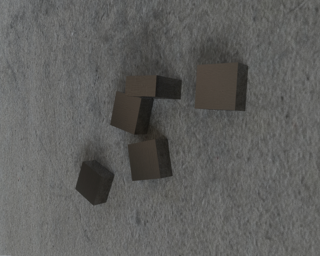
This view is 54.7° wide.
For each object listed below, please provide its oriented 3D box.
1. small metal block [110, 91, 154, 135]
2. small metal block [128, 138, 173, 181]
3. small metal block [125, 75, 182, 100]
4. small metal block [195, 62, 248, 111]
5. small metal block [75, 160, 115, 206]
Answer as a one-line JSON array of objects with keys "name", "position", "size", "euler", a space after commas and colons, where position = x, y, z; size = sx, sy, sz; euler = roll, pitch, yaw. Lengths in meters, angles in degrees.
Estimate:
[{"name": "small metal block", "position": [-0.040, -0.022, 0.436], "size": [0.050, 0.025, 0.050], "euler": [20, 102, 38]}, {"name": "small metal block", "position": [-0.014, 0.043, 0.414], "size": [0.050, 0.025, 0.050], "euler": [-13, 82, 39]}, {"name": "small metal block", "position": [-0.008, -0.051, 0.393], "size": [0.050, 0.050, 0.025], "euler": [6, 94, 39]}, {"name": "small metal block", "position": [0.068, -0.045, 0.347], "size": [0.050, 0.025, 0.050], "euler": [5, 93, 39]}, {"name": "small metal block", "position": [-0.103, 0.085, 0.487], "size": [0.050, 0.025, 0.050], "euler": [29, 108, 36]}]
